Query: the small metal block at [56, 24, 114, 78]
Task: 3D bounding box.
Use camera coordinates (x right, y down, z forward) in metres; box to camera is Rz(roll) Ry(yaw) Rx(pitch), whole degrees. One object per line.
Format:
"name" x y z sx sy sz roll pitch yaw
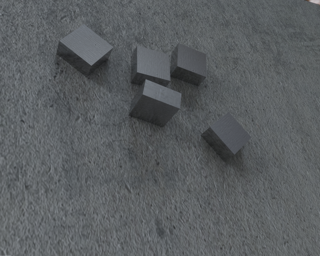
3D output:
"small metal block" -0.100 -0.103 0.413 0.050 0.025 0.050 38 51 -3

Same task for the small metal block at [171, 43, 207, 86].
"small metal block" 0.045 -0.100 0.488 0.050 0.025 0.050 17 55 -19

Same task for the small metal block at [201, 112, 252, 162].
"small metal block" 0.096 0.012 0.448 0.050 0.025 0.050 50 51 7

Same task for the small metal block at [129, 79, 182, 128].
"small metal block" -0.007 -0.031 0.402 0.050 0.050 0.025 20 54 -17

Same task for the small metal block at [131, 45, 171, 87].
"small metal block" -0.014 -0.086 0.449 0.050 0.025 0.050 11 57 -22
